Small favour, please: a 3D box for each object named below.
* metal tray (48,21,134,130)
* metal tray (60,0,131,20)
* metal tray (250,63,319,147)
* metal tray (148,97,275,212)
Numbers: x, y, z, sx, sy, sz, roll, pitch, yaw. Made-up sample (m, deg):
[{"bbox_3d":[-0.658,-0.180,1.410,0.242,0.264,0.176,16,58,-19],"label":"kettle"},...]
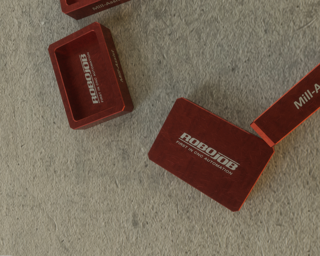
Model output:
[{"bbox_3d":[-0.099,-0.071,0.441,0.090,0.030,0.129,-19,84,18],"label":"metal tray"},{"bbox_3d":[-0.082,-0.217,0.435,0.130,0.030,0.090,-12,86,19],"label":"metal tray"},{"bbox_3d":[0.155,-0.036,0.319,0.130,0.090,0.030,-44,76,14],"label":"metal tray"},{"bbox_3d":[0.061,0.030,0.385,0.130,0.030,0.090,30,100,17],"label":"metal tray"}]
